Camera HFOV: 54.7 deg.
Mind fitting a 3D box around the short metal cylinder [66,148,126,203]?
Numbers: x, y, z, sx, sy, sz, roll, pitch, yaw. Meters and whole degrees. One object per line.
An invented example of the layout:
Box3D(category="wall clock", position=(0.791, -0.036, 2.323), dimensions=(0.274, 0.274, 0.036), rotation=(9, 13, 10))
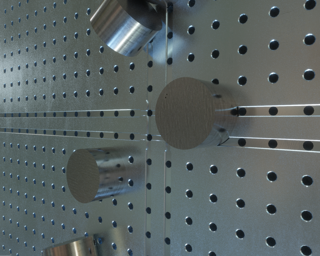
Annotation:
Box3D(category="short metal cylinder", position=(-0.098, 0.070, 0.475), dimensions=(0.080, 0.050, 0.079), rotation=(0, 90, 40))

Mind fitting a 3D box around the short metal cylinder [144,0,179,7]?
Box3D(category="short metal cylinder", position=(-0.005, -0.203, 0.397), dimensions=(0.080, 0.050, 0.079), rotation=(0, 90, 40))

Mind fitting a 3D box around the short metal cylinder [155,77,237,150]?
Box3D(category="short metal cylinder", position=(0.041, -0.016, 0.359), dimensions=(0.080, 0.050, 0.079), rotation=(0, 90, 40))

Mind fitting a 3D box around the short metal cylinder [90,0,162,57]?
Box3D(category="short metal cylinder", position=(-0.044, -0.142, 0.410), dimensions=(0.050, 0.081, 0.080), rotation=(-40, 66, 33))

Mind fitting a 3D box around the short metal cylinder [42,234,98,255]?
Box3D(category="short metal cylinder", position=(-0.139, 0.205, 0.489), dimensions=(0.080, 0.081, 0.050), rotation=(-25, 75, 37))
